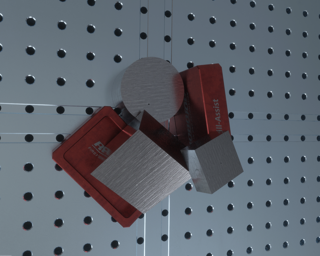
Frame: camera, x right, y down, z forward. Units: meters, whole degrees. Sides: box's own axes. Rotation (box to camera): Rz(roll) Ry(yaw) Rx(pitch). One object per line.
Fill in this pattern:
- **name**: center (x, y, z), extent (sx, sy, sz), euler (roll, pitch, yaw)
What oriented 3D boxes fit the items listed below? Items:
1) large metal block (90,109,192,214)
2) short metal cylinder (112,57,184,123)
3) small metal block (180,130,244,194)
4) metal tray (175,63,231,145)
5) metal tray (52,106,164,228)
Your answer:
- **large metal block**: center (-0.019, 0.040, 0.360), extent (0.080, 0.050, 0.080), euler (41, 112, -16)
- **short metal cylinder**: center (-0.016, -0.046, 0.394), extent (0.081, 0.050, 0.079), euler (0, 90, -21)
- **small metal block**: center (0.057, 0.036, 0.335), extent (0.050, 0.025, 0.050), euler (-27, 100, -30)
- **metal tray**: center (0.051, -0.010, 0.398), extent (0.030, 0.090, 0.129), euler (-10, 94, -20)
- **metal tray**: center (-0.057, 0.048, 0.389), extent (0.090, 0.030, 0.130), euler (-45, 104, -15)
